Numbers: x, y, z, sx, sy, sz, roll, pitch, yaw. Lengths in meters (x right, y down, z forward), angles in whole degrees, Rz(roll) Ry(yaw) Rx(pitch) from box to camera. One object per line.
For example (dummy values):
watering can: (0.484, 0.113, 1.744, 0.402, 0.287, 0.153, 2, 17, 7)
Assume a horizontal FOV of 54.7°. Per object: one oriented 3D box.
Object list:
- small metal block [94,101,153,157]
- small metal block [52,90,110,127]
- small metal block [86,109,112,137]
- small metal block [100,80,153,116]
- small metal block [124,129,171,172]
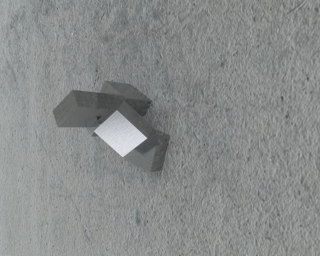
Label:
small metal block: (-0.046, 0.002, 0.394, 0.050, 0.025, 0.050, 44, 124, -12)
small metal block: (-0.103, -0.024, 0.408, 0.050, 0.050, 0.025, -36, 68, 34)
small metal block: (-0.087, -0.014, 0.460, 0.025, 0.050, 0.050, -52, 60, 27)
small metal block: (-0.048, -0.041, 0.428, 0.050, 0.050, 0.025, 39, 114, 32)
small metal block: (-0.018, 0.026, 0.419, 0.050, 0.025, 0.050, 21, 103, 37)
